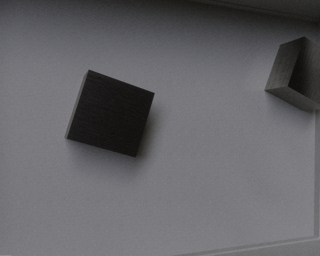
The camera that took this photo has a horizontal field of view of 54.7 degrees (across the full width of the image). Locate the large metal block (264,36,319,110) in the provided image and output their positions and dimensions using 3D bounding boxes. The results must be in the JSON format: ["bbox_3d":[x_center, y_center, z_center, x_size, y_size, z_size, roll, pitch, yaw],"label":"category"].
[{"bbox_3d":[0.221,-0.081,0.478,0.080,0.050,0.080,24,82,-19],"label":"large metal block"}]

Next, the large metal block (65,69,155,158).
[{"bbox_3d":[-0.062,-0.015,0.374,0.081,0.050,0.080,18,84,-19],"label":"large metal block"}]
